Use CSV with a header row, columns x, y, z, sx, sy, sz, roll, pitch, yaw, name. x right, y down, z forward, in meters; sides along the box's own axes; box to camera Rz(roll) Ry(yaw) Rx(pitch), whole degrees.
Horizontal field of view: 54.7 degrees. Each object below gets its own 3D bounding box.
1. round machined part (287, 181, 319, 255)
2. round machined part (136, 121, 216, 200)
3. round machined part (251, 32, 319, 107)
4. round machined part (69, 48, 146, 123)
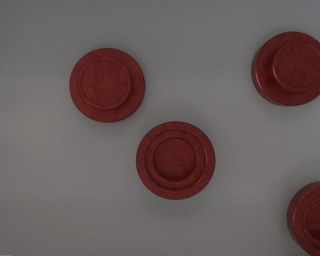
x,y,z,sx,sy,sz,roll,pitch,yaw,name
0.214,0.117,0.404,0.099,0.042,0.097,0,90,0,round machined part
0.020,0.040,0.403,0.099,0.042,0.097,0,90,0,round machined part
0.174,-0.078,0.404,0.099,0.042,0.097,0,90,0,round machined part
-0.069,-0.056,0.402,0.099,0.042,0.097,0,90,0,round machined part
